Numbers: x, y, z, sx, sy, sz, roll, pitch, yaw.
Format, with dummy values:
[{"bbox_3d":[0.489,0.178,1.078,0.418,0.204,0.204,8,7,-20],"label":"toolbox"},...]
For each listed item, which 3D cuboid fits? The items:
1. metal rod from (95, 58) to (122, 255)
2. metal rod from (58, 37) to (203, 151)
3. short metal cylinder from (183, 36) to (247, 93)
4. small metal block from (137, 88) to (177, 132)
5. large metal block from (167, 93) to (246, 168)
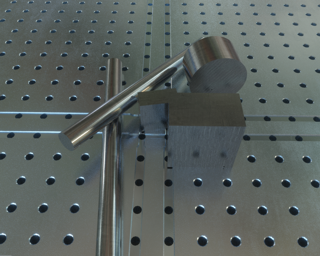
[{"bbox_3d":[-0.061,0.013,0.395,0.025,0.025,0.300,-3,50,-3],"label":"metal rod"},{"bbox_3d":[-0.015,-0.064,0.438,0.025,0.025,0.302,30,49,22],"label":"metal rod"},{"bbox_3d":[0.077,-0.083,0.443,0.081,0.080,0.050,-7,51,-6],"label":"short metal cylinder"},{"bbox_3d":[-0.002,-0.024,0.411,0.050,0.050,0.025,-7,51,-6],"label":"small metal block"},{"bbox_3d":[0.050,0.004,0.369,0.081,0.080,0.050,1,50,0],"label":"large metal block"}]
